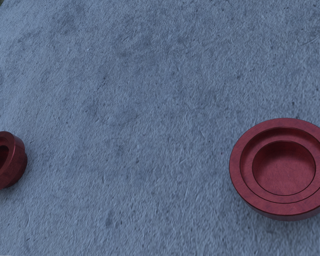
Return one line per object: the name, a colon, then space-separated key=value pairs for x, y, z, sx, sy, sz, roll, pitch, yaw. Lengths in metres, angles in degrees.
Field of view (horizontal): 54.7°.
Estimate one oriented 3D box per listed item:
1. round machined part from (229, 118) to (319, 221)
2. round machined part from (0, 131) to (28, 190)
round machined part: x=0.121 y=0.042 z=0.303 sx=0.098 sy=0.042 sz=0.098 roll=-13 pitch=56 yaw=21
round machined part: x=-0.252 y=0.057 z=0.491 sx=0.098 sy=0.042 sz=0.098 roll=-13 pitch=56 yaw=21
